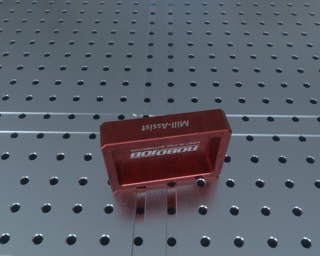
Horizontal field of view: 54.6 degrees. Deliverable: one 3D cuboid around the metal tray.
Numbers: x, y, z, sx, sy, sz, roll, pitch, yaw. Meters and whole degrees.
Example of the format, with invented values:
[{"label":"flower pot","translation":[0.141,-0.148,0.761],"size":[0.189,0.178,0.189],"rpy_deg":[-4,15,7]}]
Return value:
[{"label":"metal tray","translation":[0.006,0.026,0.343],"size":[0.131,0.090,0.030],"rpy_deg":[-7,51,-6]}]
